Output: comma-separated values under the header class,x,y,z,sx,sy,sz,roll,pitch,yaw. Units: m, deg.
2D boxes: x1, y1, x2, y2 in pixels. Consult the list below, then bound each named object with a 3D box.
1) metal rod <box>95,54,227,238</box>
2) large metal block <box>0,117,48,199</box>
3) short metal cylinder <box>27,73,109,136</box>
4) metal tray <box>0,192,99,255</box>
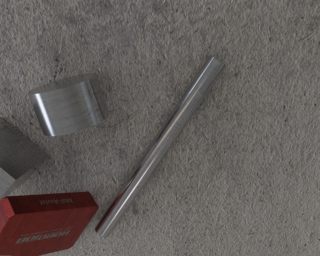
class,x,y,z,sx,sy,sz,roll,pitch,yaw
metal rod,-0.007,0.036,0.422,0.025,0.025,0.299,30,107,-11
large metal block,-0.203,0.039,0.387,0.080,0.080,0.050,42,105,-6
short metal cylinder,-0.107,-0.030,0.369,0.080,0.080,0.050,-12,110,4
metal tray,-0.156,0.129,0.409,0.131,0.030,0.090,11,118,-52
